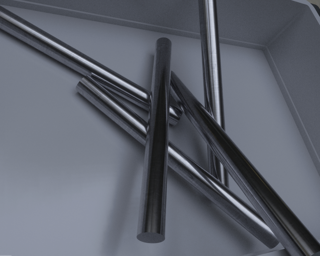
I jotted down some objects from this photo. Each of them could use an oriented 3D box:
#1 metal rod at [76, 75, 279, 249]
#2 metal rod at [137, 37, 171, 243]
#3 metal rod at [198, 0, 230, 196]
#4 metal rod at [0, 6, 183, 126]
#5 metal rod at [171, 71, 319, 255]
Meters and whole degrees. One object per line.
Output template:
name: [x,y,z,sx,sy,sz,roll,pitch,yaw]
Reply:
metal rod: [0.020,0.038,0.376,0.300,0.025,0.025,39,51,4]
metal rod: [-0.001,-0.015,0.372,0.025,0.025,0.300,19,46,-17]
metal rod: [0.071,-0.062,0.415,0.025,0.025,0.298,1,82,-28]
metal rod: [-0.105,-0.085,0.401,0.301,0.025,0.025,29,52,-10]
metal rod: [0.067,0.015,0.353,0.025,0.025,0.300,1,36,-28]
